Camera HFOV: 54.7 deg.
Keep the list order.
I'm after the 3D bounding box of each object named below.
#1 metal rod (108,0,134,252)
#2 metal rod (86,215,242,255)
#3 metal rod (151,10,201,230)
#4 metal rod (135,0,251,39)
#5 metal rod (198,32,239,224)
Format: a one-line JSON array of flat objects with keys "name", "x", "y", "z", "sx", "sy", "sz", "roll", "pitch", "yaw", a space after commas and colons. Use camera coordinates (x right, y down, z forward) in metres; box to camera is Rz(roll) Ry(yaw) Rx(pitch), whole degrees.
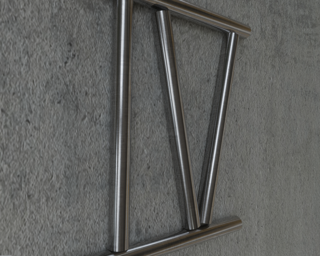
[{"name": "metal rod", "x": -0.046, "y": -0.008, "z": 0.368, "sx": 0.025, "sy": 0.025, "sz": 0.298, "roll": 2, "pitch": 89, "yaw": -40}, {"name": "metal rod", "x": 0.011, "y": 0.156, "z": 0.417, "sx": 0.302, "sy": 0.025, "sz": 0.025, "roll": 1, "pitch": 89, "yaw": -40}, {"name": "metal rod", "x": 0.024, "y": -0.005, "z": 0.427, "sx": 0.025, "sy": 0.025, "sz": 0.298, "roll": -15, "pitch": 100, "yaw": -39}, {"name": "metal rod", "x": 0.030, "y": -0.167, "z": 0.433, "sx": 0.302, "sy": 0.025, "sz": 0.025, "roll": 1, "pitch": 89, "yaw": -40}, {"name": "metal rod", "x": 0.091, "y": -0.005, "z": 0.484, "sx": 0.025, "sy": 0.025, "sz": 0.299, "roll": 17, "pitch": 79, "yaw": -39}]
